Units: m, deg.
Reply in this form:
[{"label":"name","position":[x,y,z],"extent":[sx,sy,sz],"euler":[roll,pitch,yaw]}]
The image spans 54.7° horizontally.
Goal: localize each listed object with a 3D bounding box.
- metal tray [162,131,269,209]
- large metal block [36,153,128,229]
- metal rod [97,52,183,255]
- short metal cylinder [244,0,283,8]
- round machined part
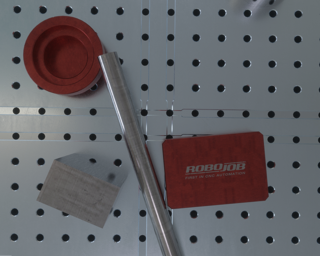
[{"label":"metal tray","position":[0.071,0.054,0.411],"extent":[0.131,0.030,0.089],"euler":[-5,90,0]},{"label":"large metal block","position":[-0.091,0.073,0.385],"extent":[0.080,0.080,0.050],"euler":[23,90,0]},{"label":"metal rod","position":[-0.020,0.053,0.394],"extent":[0.025,0.025,0.298],"euler":[-17,98,0]},{"label":"short metal cylinder","position":[0.143,-0.205,0.402],"extent":[0.081,0.050,0.079],"euler":[0,90,0]},{"label":"round machined part","position":[-0.120,-0.091,0.404],"extent":[0.099,0.042,0.097],"euler":[0,90,-1]}]
